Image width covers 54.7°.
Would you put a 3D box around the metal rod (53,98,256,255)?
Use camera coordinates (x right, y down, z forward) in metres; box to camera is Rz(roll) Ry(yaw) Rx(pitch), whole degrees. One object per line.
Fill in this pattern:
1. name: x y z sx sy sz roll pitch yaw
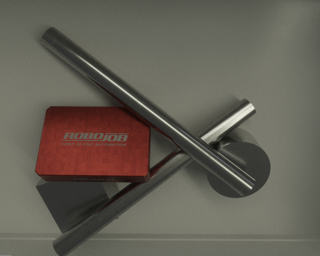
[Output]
1. metal rod: -0.005 0.061 0.393 0.301 0.025 0.025 -37 107 -3

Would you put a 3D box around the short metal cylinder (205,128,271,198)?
1. short metal cylinder: 0.099 0.045 0.414 0.081 0.050 0.079 0 110 -1

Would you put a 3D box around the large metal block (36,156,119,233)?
1. large metal block: -0.106 0.088 0.424 0.080 0.050 0.080 -18 109 6

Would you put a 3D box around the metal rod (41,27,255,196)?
1. metal rod: -0.014 -0.019 0.371 0.301 0.025 0.025 37 106 0

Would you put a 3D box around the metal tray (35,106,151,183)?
1. metal tray: -0.078 0.020 0.384 0.131 0.030 0.090 1 66 0
